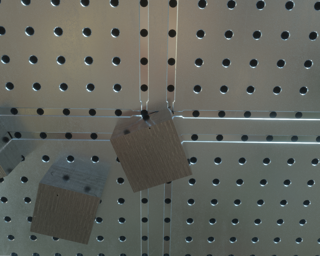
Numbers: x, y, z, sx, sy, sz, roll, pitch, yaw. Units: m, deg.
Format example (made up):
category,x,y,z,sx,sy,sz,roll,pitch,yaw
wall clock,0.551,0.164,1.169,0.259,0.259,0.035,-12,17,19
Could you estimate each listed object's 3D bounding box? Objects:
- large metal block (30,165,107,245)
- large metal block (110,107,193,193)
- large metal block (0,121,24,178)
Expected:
category,x,y,z,sx,sy,sz,roll,pitch,yaw
large metal block,-0.128,0.108,0.439,0.080,0.050,0.080,16,109,-6
large metal block,-0.010,0.028,0.410,0.080,0.050,0.080,-19,109,6
large metal block,-0.246,0.031,0.410,0.080,0.050,0.080,-20,109,7
